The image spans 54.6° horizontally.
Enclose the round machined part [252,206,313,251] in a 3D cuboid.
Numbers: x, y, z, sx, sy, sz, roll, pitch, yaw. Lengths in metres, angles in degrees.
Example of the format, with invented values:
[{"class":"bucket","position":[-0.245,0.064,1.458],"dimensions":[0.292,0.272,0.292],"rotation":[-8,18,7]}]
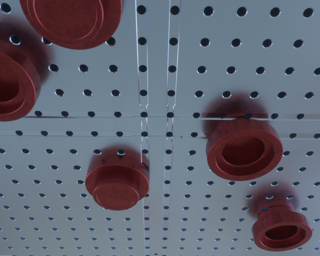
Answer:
[{"class":"round machined part","position":[0.213,0.175,0.551],"dimensions":[0.099,0.042,0.097],"rotation":[0,130,0]}]

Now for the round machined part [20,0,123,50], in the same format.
[{"class":"round machined part","position":[-0.086,-0.120,0.298],"dimensions":[0.099,0.042,0.097],"rotation":[0,130,0]}]

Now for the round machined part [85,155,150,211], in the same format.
[{"class":"round machined part","position":[-0.065,0.090,0.476],"dimensions":[0.099,0.042,0.097],"rotation":[0,130,0]}]

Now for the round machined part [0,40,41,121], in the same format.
[{"class":"round machined part","position":[-0.185,-0.058,0.350],"dimensions":[0.099,0.042,0.097],"rotation":[0,130,0]}]

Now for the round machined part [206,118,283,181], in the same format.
[{"class":"round machined part","position":[0.111,0.025,0.422],"dimensions":[0.099,0.042,0.097],"rotation":[0,130,0]}]
